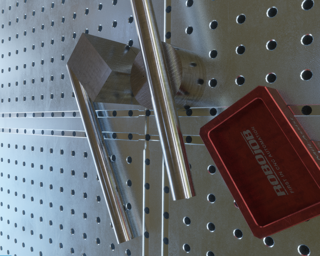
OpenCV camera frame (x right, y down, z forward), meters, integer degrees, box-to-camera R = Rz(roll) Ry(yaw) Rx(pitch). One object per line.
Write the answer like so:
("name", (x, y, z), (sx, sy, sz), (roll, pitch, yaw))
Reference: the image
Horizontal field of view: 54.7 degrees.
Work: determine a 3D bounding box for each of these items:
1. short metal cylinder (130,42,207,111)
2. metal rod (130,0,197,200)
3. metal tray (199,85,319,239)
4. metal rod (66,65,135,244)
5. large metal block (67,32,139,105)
("short metal cylinder", (0.010, -0.062, 0.383), (0.080, 0.050, 0.079), (0, 90, 39))
("metal rod", (-0.006, -0.071, 0.346), (0.025, 0.025, 0.299), (-20, 77, 38))
("metal tray", (0.107, 0.034, 0.316), (0.090, 0.030, 0.130), (-39, 66, 32))
("metal rod", (-0.098, 0.028, 0.487), (0.025, 0.025, 0.299), (-31, 71, 35))
("large metal block", (-0.066, -0.079, 0.426), (0.080, 0.081, 0.050), (52, 121, 27))
